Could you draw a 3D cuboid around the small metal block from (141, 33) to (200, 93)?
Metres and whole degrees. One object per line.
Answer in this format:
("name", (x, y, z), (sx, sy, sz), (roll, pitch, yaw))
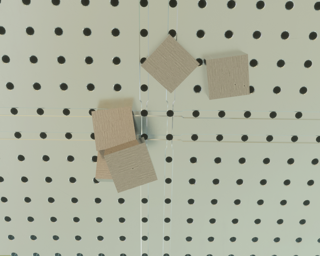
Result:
("small metal block", (0.012, -0.080, 0.384), (0.050, 0.025, 0.050), (41, 105, -14))

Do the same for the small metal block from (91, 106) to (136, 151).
("small metal block", (-0.058, 0.002, 0.400), (0.050, 0.025, 0.050), (-8, 83, -5))

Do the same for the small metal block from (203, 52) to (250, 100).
("small metal block", (0.083, -0.066, 0.390), (0.050, 0.025, 0.050), (-8, 110, 2))

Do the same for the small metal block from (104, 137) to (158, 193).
("small metal block", (-0.035, 0.045, 0.379), (0.050, 0.025, 0.050), (-18, 105, -2))

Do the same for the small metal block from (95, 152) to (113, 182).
("small metal block", (-0.057, 0.046, 0.416), (0.050, 0.025, 0.050), (2, 71, -1))
